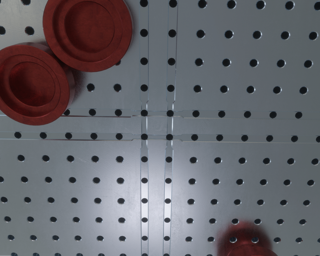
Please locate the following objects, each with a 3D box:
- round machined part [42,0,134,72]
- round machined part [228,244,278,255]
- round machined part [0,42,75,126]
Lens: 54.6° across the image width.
[{"bbox_3d":[-0.080,-0.117,0.361,0.099,0.042,0.097,0,110,0],"label":"round machined part"},{"bbox_3d":[0.143,0.224,0.488,0.099,0.042,0.097,0,110,0],"label":"round machined part"},{"bbox_3d":[-0.153,-0.056,0.380,0.098,0.042,0.097,1,114,3],"label":"round machined part"}]
